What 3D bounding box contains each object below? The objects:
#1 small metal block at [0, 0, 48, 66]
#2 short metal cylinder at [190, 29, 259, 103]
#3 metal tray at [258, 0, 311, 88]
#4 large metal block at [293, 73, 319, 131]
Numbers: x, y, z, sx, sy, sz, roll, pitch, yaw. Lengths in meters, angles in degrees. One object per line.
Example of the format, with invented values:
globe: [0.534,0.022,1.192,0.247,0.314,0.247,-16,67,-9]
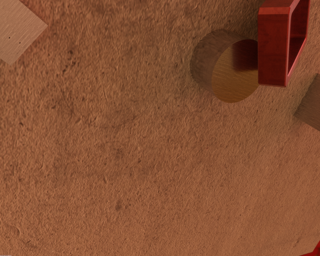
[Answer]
small metal block: [-0.138,-0.093,0.274,0.050,0.025,0.050,-46,129,4]
short metal cylinder: [0.085,-0.078,0.389,0.081,0.050,0.079,-14,124,-21]
metal tray: [0.150,-0.118,0.367,0.131,0.030,0.090,-50,140,-40]
large metal block: [0.282,-0.034,0.505,0.050,0.080,0.079,9,114,-32]
